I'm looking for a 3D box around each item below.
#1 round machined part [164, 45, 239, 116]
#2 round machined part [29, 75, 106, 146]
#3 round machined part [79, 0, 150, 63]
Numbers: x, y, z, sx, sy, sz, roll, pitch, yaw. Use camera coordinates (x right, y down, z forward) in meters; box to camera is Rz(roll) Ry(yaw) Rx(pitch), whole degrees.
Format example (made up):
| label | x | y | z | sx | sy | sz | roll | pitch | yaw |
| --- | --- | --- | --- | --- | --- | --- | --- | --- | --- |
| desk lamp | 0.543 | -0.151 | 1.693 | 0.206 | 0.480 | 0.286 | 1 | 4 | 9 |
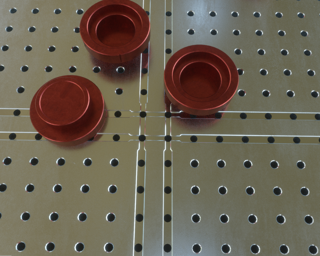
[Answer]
| label | x | y | z | sx | sy | sz | roll | pitch | yaw |
| --- | --- | --- | --- | --- | --- | --- | --- | --- | --- |
| round machined part | 0.054 | -0.062 | 0.426 | 0.099 | 0.042 | 0.098 | 0 | 70 | -1 |
| round machined part | -0.124 | -0.028 | 0.412 | 0.099 | 0.042 | 0.098 | 0 | 70 | -1 |
| round machined part | -0.063 | -0.136 | 0.452 | 0.099 | 0.042 | 0.098 | 0 | 70 | -1 |
